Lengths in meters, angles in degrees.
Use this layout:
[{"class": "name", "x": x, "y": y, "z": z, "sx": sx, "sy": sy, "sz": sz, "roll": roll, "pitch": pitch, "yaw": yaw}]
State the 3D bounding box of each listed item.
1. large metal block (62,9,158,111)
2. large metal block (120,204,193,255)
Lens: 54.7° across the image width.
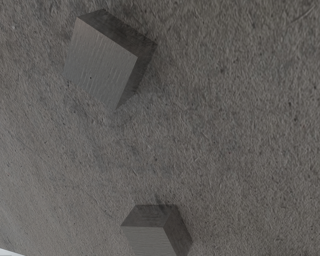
[{"class": "large metal block", "x": -0.062, "y": -0.082, "z": 0.372, "sx": 0.080, "sy": 0.050, "sz": 0.079, "roll": 34, "pitch": 129, "yaw": 5}, {"class": "large metal block", "x": -0.004, "y": 0.171, "z": 0.499, "sx": 0.080, "sy": 0.050, "sz": 0.080, "roll": -10, "pitch": 114, "yaw": 32}]
